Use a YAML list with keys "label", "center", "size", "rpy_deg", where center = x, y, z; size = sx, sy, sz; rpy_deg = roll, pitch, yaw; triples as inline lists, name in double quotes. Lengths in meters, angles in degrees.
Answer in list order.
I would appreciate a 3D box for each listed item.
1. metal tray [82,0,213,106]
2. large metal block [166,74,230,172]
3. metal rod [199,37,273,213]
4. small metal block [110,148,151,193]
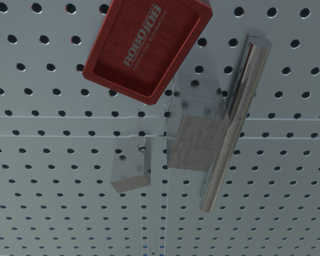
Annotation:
- label: "metal tray"
  center: [-0.017, -0.093, 0.328]
  size: [0.091, 0.030, 0.129]
  rpy_deg: [22, 127, -18]
- label: "large metal block"
  center: [0.040, -0.006, 0.371]
  size: [0.050, 0.080, 0.079]
  rpy_deg: [8, 130, -7]
- label: "metal rod"
  center: [0.094, 0.020, 0.430]
  size: [0.025, 0.025, 0.298]
  rpy_deg: [4, 130, -4]
- label: "small metal block"
  center: [-0.041, 0.061, 0.447]
  size: [0.050, 0.050, 0.025]
  rpy_deg: [-16, 128, 13]
